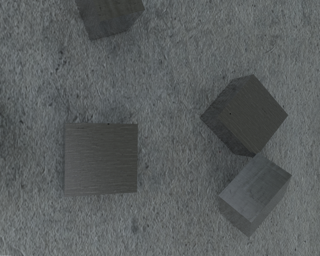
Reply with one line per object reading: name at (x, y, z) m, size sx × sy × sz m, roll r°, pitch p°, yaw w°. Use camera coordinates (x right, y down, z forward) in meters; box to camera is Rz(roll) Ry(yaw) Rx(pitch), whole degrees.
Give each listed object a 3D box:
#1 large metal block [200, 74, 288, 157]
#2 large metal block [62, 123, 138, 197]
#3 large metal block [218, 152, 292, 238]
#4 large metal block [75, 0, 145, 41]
large metal block at (0.119, -0.016, 0.439) m, size 0.080 × 0.050 × 0.080 m, roll 45°, pitch 76°, yaw -15°
large metal block at (-0.072, 0.034, 0.369) m, size 0.081 × 0.050 × 0.080 m, roll 1°, pitch 90°, yaw -20°
large metal block at (0.127, 0.093, 0.420) m, size 0.080 × 0.050 × 0.080 m, roll -43°, pitch 149°, yaw -15°
large metal block at (-0.065, -0.155, 0.355) m, size 0.050 × 0.080 × 0.080 m, roll -22°, pitch 98°, yaw -19°
